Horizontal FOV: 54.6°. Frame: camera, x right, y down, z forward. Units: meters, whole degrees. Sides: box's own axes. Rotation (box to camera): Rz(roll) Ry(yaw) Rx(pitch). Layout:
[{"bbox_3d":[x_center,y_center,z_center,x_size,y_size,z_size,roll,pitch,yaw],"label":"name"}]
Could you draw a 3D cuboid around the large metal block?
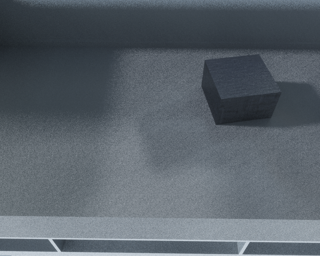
[{"bbox_3d":[0.110,-0.055,0.436,0.080,0.050,0.080,-7,50,-6],"label":"large metal block"}]
